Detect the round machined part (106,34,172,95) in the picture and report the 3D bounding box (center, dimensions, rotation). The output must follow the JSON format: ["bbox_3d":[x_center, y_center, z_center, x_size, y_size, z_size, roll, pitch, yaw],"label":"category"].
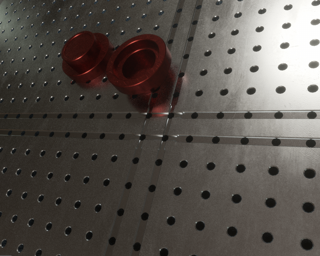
[{"bbox_3d":[-0.027,-0.090,0.465,0.098,0.042,0.098,-13,56,20],"label":"round machined part"}]

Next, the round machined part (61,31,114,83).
[{"bbox_3d":[-0.133,-0.132,0.546,0.098,0.042,0.098,-13,56,20],"label":"round machined part"}]
